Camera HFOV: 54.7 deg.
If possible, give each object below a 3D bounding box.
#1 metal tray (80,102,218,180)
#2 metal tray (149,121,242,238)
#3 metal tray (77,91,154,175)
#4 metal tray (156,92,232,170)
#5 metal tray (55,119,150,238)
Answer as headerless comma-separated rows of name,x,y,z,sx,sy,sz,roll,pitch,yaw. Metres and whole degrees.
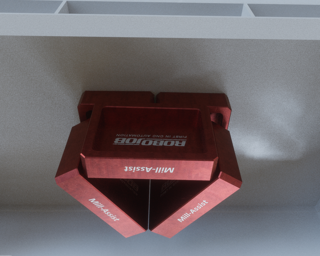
metal tray,-0.010,0.011,0.333,0.131,0.090,0.030,2,130,-1
metal tray,0.036,0.064,0.378,0.030,0.090,0.129,29,125,-22
metal tray,-0.053,0.013,0.415,0.091,0.030,0.129,0,129,0
metal tray,0.039,0.015,0.417,0.091,0.030,0.129,1,129,-1
metal tray,-0.061,0.061,0.376,0.030,0.090,0.130,-25,126,20
